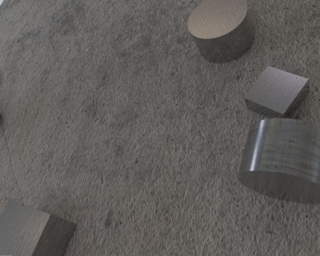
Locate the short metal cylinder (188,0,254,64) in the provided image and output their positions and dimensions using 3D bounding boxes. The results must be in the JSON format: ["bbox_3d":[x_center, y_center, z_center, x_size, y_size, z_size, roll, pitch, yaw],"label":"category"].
[{"bbox_3d":[0.085,-0.136,0.427,0.080,0.050,0.080,-13,56,21],"label":"short metal cylinder"}]

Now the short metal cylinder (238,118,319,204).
[{"bbox_3d":[0.118,0.032,0.287,0.080,0.080,0.050,6,65,31],"label":"short metal cylinder"}]

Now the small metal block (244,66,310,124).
[{"bbox_3d":[0.134,-0.038,0.357,0.050,0.025,0.050,32,79,38],"label":"small metal block"}]

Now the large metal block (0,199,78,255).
[{"bbox_3d":[-0.164,0.143,0.386,0.080,0.050,0.080,7,65,31],"label":"large metal block"}]
